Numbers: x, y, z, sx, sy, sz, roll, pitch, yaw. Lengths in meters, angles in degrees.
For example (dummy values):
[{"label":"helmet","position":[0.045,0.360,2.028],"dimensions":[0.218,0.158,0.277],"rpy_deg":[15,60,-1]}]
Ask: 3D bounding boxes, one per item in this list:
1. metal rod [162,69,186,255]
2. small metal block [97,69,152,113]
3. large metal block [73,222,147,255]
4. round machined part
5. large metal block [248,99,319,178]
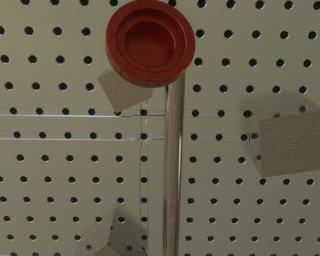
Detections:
[{"label":"metal rod","position":[0.018,0.066,0.437],"dimensions":[0.025,0.025,0.298],"rpy_deg":[1,110,0]},{"label":"small metal block","position":[-0.043,-0.054,0.393],"dimensions":[0.050,0.025,0.050],"rpy_deg":[-24,109,8]},{"label":"large metal block","position":[-0.079,0.206,0.475],"dimensions":[0.080,0.050,0.080],"rpy_deg":[-39,106,13]},{"label":"round machined part","position":[-0.013,-0.092,0.354],"dimensions":[0.099,0.042,0.098],"rpy_deg":[2,78,-11]},{"label":"large metal block","position":[0.165,0.013,0.406],"dimensions":[0.080,0.050,0.079],"rpy_deg":[-9,110,3]}]
